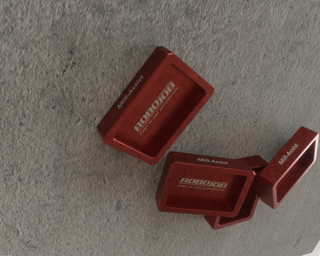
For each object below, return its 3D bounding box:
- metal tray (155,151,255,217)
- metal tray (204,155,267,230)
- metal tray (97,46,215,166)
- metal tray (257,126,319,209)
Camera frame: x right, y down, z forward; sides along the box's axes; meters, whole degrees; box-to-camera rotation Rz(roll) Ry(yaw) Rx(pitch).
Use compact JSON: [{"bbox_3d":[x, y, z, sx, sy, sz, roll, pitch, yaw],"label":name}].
[{"bbox_3d":[0.067,0.088,0.470,0.131,0.030,0.089,8,115,-14],"label":"metal tray"},{"bbox_3d":[0.135,0.114,0.547,0.091,0.030,0.129,-7,122,-25],"label":"metal tray"},{"bbox_3d":[-0.004,-0.023,0.386,0.090,0.030,0.130,31,101,-38],"label":"metal tray"},{"bbox_3d":[0.225,0.070,0.542,0.130,0.030,0.090,-43,139,-16],"label":"metal tray"}]
